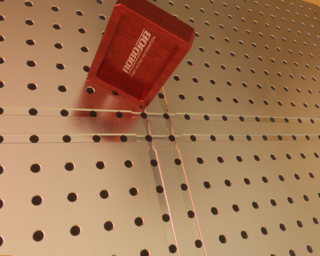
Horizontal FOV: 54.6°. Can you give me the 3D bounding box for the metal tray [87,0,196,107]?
[{"bbox_3d":[-0.028,-0.088,0.379,0.090,0.129,0.030,27,53,-11],"label":"metal tray"}]
